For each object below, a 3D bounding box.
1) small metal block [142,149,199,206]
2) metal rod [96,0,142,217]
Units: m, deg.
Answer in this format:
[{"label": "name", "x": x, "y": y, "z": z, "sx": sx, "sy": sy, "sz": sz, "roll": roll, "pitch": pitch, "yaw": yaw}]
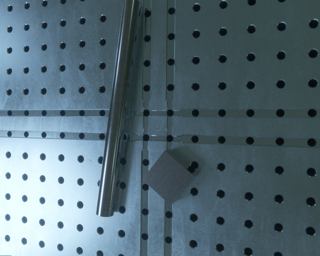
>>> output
[{"label": "small metal block", "x": 0.014, "y": 0.064, "z": 0.408, "sx": 0.050, "sy": 0.025, "sz": 0.050, "roll": 40, "pitch": 103, "yaw": 15}, {"label": "metal rod", "x": -0.058, "y": -0.025, "z": 0.432, "sx": 0.025, "sy": 0.025, "sz": 0.298, "roll": 9, "pitch": 93, "yaw": 20}]
